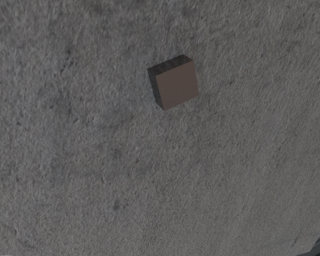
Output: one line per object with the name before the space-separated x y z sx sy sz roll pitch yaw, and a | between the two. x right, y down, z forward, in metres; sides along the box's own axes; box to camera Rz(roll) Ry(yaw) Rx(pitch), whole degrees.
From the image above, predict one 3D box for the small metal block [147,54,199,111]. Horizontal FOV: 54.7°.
small metal block | 0.017 -0.056 0.383 0.050 0.025 0.050 -25 128 -13
